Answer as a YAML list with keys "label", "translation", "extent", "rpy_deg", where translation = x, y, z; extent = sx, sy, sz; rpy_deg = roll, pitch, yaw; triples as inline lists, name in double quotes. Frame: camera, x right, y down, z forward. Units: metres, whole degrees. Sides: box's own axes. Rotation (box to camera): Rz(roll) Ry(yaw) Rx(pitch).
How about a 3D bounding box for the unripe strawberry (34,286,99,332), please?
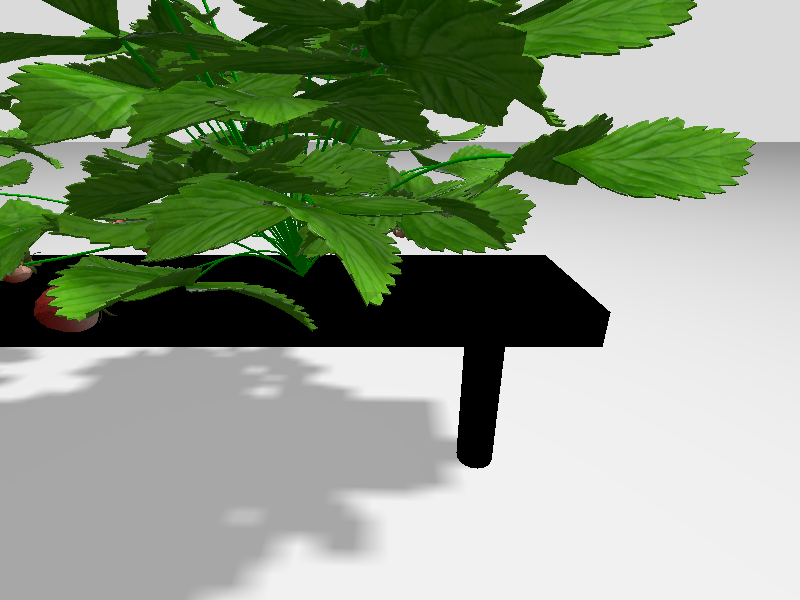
- label: "unripe strawberry"
  translation: [-0.220, 0.005, 0.265]
  extent: [0.033, 0.034, 0.030]
  rpy_deg: [-19, 30, -36]

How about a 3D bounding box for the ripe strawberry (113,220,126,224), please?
- label: "ripe strawberry"
  translation: [-0.342, -0.090, 0.497]
  extent: [0.028, 0.025, 0.026]
  rpy_deg: [29, -14, 48]

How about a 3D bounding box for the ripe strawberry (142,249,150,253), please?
- label: "ripe strawberry"
  translation: [-0.273, -0.067, 0.432]
  extent: [0.033, 0.033, 0.036]
  rpy_deg: [3, 23, 22]

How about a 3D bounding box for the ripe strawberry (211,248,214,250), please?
- label: "ripe strawberry"
  translation: [-0.215, -0.078, 0.446]
  extent: [0.043, 0.043, 0.047]
  rpy_deg: [15, 28, 33]

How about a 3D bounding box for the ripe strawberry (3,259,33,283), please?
- label: "ripe strawberry"
  translation: [-0.343, -0.032, 0.351]
  extent: [0.031, 0.033, 0.029]
  rpy_deg: [-2, 23, -3]

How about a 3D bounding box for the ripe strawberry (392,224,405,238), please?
- label: "ripe strawberry"
  translation: [0.003, -0.092, 0.501]
  extent: [0.027, 0.028, 0.029]
  rpy_deg: [14, 20, 30]
